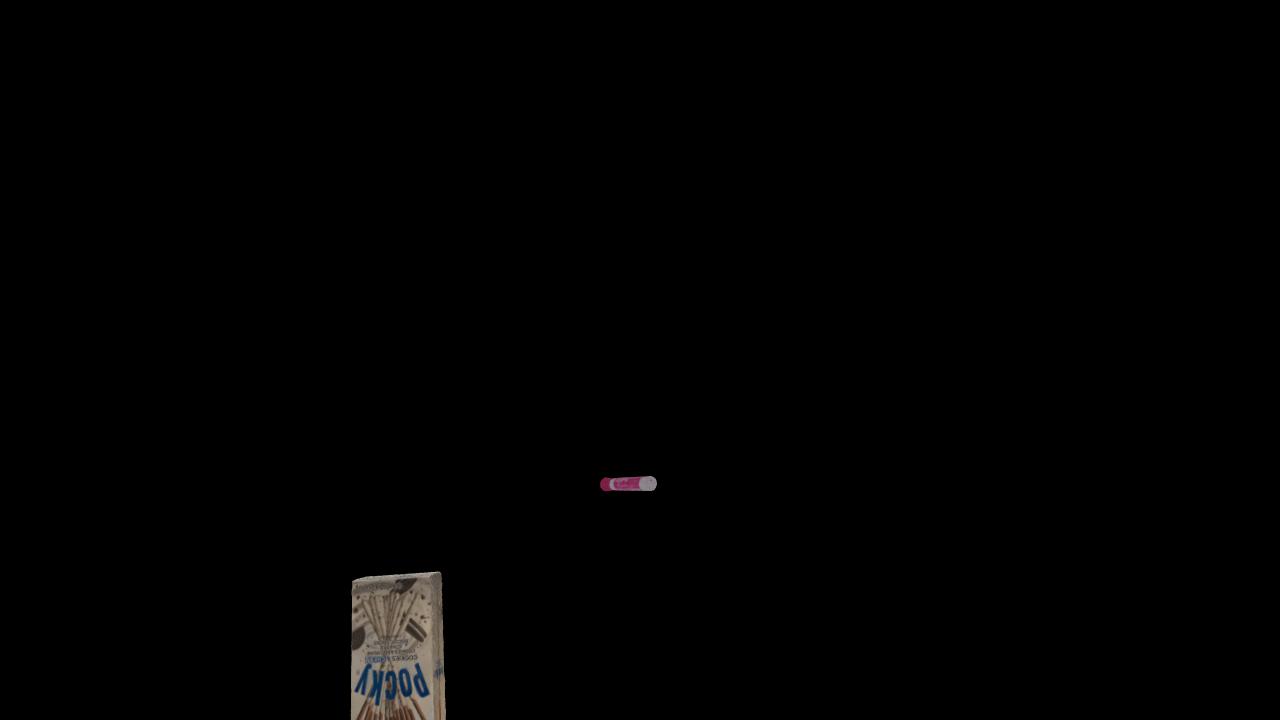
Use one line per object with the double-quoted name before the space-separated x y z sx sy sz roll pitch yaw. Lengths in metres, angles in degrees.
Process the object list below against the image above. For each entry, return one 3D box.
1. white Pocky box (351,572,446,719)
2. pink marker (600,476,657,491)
"white Pocky box" -0.225 0.280 0.571 0.084 0.154 0.028 -7 -12 7
"pink marker" -0.019 0.167 0.831 0.020 0.020 0.121 0 -10 -34
